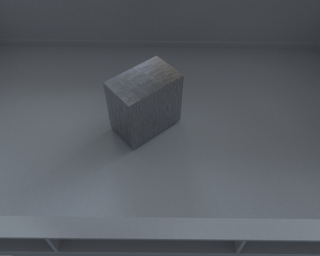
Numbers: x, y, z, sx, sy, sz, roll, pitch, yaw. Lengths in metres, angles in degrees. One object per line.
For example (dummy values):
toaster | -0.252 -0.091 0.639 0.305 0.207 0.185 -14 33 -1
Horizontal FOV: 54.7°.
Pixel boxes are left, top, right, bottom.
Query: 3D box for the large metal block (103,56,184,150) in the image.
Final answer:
large metal block | -0.019 -0.032 0.392 0.081 0.080 0.050 -33 58 -25
